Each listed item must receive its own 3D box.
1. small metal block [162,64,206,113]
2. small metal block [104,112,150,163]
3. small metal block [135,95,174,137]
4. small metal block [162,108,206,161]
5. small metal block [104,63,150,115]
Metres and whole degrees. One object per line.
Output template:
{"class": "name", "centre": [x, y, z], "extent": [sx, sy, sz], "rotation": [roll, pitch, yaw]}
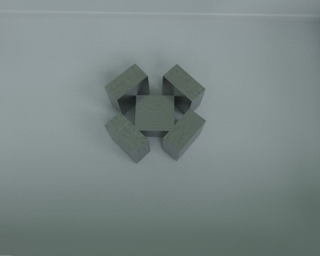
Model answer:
{"class": "small metal block", "centre": [0.030, -0.049, 0.412], "extent": [0.025, 0.050, 0.050], "rotation": [-43, 77, -15]}
{"class": "small metal block", "centre": [-0.040, 0.014, 0.389], "extent": [0.025, 0.050, 0.050], "rotation": [-43, 76, -13]}
{"class": "small metal block", "centre": [-0.007, -0.016, 0.413], "extent": [0.050, 0.025, 0.050], "rotation": [1, 70, 0]}
{"class": "small metal block", "centre": [0.029, 0.010, 0.390], "extent": [0.025, 0.050, 0.050], "rotation": [39, 74, 12]}
{"class": "small metal block", "centre": [-0.042, -0.050, 0.412], "extent": [0.050, 0.050, 0.025], "rotation": [-40, 74, -13]}
